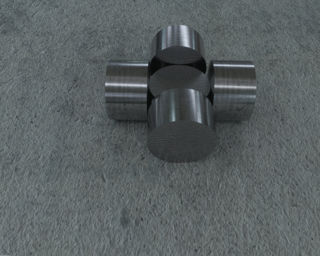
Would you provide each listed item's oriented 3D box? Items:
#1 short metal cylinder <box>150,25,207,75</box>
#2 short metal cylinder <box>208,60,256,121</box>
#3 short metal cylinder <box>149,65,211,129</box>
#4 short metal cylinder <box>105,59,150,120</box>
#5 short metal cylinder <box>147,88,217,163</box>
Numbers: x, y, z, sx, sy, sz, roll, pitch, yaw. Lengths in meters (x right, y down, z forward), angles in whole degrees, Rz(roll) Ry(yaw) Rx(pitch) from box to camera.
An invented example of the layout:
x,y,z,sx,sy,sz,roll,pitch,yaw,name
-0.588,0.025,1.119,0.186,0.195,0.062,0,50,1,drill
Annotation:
x,y,z,sx,sy,sz,roll,pitch,yaw,name
0.026,-0.102,0.454,0.081,0.080,0.050,1,51,0,short metal cylinder
0.091,-0.050,0.412,0.050,0.080,0.080,1,50,1,short metal cylinder
0.026,-0.041,0.424,0.081,0.050,0.080,0,50,0,short metal cylinder
-0.040,-0.050,0.411,0.050,0.080,0.080,1,50,1,short metal cylinder
0.025,-0.001,0.370,0.081,0.080,0.050,0,50,0,short metal cylinder
